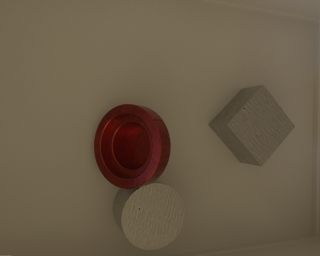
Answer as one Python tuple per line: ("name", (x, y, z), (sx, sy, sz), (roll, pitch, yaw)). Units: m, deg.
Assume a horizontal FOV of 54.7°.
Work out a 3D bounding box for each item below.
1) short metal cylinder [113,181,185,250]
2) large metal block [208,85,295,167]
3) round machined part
("short metal cylinder", (-0.015, 0.105, 0.393), (0.081, 0.050, 0.079), (0, 90, -21))
("large metal block", (0.132, -0.004, 0.448), (0.080, 0.050, 0.080), (-46, 105, -15))
("round machined part", (-0.029, 0.021, 0.372), (0.042, 0.098, 0.097), (4, 89, -58))
